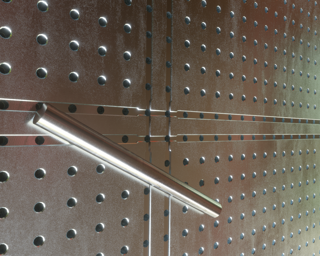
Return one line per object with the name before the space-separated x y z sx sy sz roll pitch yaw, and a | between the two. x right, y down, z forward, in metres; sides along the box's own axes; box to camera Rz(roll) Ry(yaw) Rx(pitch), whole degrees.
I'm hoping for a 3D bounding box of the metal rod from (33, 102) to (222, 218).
metal rod | -0.017 0.056 0.393 0.301 0.025 0.025 35 69 -35
